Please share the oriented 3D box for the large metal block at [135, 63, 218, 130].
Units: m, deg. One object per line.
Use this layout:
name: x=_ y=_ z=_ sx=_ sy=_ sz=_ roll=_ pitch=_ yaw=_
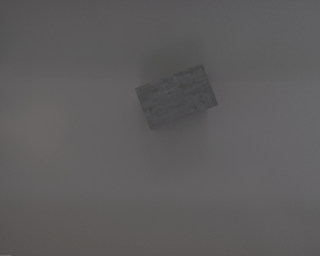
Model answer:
large metal block: x=0.018 y=-0.035 z=0.384 sx=0.080 sy=0.080 sz=0.050 roll=-21 pitch=90 yaw=0
